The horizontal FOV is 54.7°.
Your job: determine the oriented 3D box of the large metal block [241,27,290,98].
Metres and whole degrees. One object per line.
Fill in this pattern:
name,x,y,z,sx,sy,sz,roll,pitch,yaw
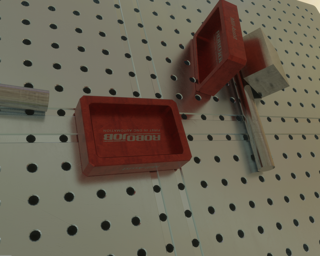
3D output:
large metal block,0.176,-0.111,0.538,0.080,0.050,0.080,28,46,-46

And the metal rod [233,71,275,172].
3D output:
metal rod,0.141,-0.070,0.529,0.025,0.025,0.299,7,58,-25

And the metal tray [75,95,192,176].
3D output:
metal tray,-0.032,0.008,0.384,0.131,0.030,0.090,0,62,-29

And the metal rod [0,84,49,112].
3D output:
metal rod,-0.265,-0.046,0.292,0.302,0.025,0.025,6,59,-25

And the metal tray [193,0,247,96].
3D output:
metal tray,0.091,-0.128,0.495,0.030,0.090,0.130,14,56,-21
